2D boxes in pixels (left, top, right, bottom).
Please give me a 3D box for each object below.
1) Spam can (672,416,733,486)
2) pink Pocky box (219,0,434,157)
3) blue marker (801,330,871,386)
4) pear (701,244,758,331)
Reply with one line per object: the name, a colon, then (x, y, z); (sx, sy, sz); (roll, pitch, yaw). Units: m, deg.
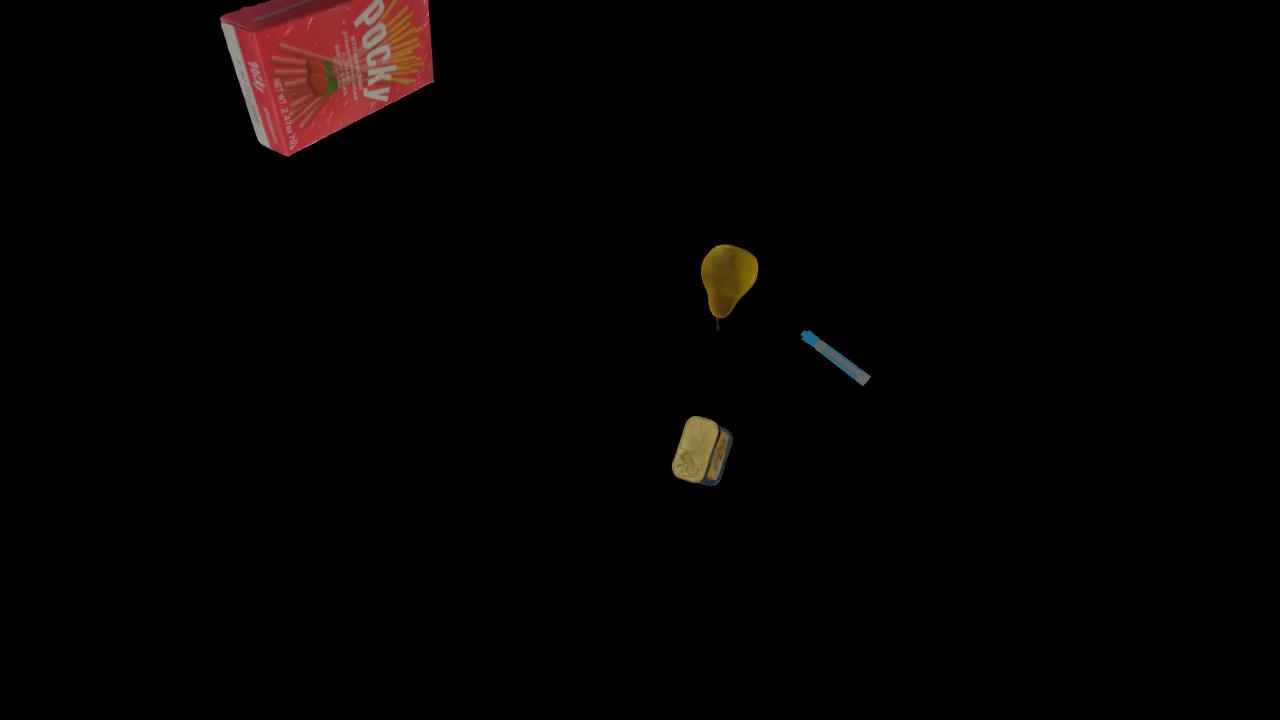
Spam can: (0.103, 0.147, 0.982); (0.058, 0.101, 0.085); (16, -7, 30)
pink Pocky box: (-0.208, -0.216, 0.435); (0.029, 0.084, 0.155); (27, 49, 9)
blue marker: (0.296, -0.006, 0.937); (0.121, 0.020, 0.020); (42, 17, 20)
pear: (0.110, -0.094, 0.810); (0.080, 0.111, 0.080); (18, 7, -2)
